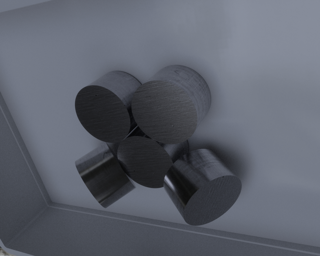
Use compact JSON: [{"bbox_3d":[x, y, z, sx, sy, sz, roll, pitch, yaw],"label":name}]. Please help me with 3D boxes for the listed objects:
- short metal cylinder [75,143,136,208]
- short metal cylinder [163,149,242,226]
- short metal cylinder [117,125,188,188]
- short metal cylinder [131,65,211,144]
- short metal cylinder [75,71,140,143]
[{"bbox_3d":[-0.077,0.067,0.444,0.050,0.080,0.080,-33,104,-7],"label":"short metal cylinder"},{"bbox_3d":[0.052,0.072,0.379,0.050,0.081,0.079,51,143,46],"label":"short metal cylinder"},{"bbox_3d":[-0.009,0.033,0.412,0.080,0.050,0.079,13,124,20],"label":"short metal cylinder"},{"bbox_3d":[0.014,-0.028,0.365,0.080,0.050,0.079,13,124,20],"label":"short metal cylinder"},{"bbox_3d":[-0.062,-0.028,0.403,0.080,0.050,0.079,13,124,20],"label":"short metal cylinder"}]
